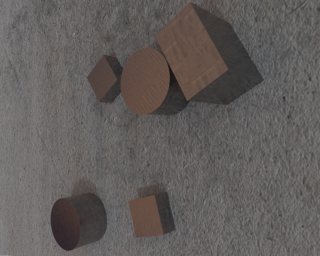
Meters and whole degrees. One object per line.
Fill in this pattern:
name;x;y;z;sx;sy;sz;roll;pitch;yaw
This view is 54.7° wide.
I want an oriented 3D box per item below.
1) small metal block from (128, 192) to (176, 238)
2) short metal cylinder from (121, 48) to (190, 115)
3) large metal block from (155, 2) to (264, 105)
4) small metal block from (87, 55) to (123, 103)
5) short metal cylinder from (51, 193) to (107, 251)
small metal block;-0.011;0.116;0.415;0.050;0.025;0.050;-22;76;38
short metal cylinder;-0.004;-0.056;0.392;0.080;0.050;0.080;0;90;40
large metal block;0.053;-0.073;0.325;0.050;0.081;0.080;-37;68;34
small metal block;-0.079;-0.074;0.470;0.050;0.025;0.050;-44;64;31
short metal cylinder;-0.131;0.148;0.497;0.080;0.050;0.080;0;90;40
